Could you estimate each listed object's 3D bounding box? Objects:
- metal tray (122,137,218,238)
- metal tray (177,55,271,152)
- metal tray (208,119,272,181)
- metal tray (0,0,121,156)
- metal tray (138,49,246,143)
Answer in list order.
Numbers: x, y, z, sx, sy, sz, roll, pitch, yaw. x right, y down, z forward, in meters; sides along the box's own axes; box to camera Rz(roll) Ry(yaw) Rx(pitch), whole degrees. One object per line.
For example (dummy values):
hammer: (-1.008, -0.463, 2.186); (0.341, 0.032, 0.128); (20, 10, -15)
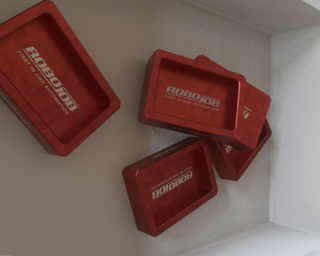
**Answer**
metal tray: (0.019, 0.074, 0.419); (0.131, 0.030, 0.089); (-22, 104, -38)
metal tray: (0.090, -0.034, 0.447); (0.131, 0.030, 0.090); (29, 71, -13)
metal tray: (0.130, 0.012, 0.512); (0.131, 0.030, 0.090); (-43, 116, -31)
metal tray: (-0.109, -0.047, 0.311); (0.090, 0.030, 0.130); (-47, 118, -30)
metal tray: (0.044, -0.038, 0.397); (0.131, 0.030, 0.090); (13, 75, -17)
